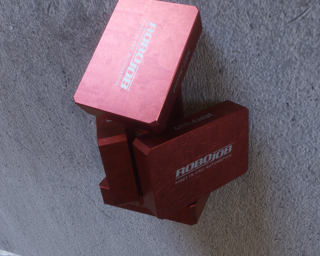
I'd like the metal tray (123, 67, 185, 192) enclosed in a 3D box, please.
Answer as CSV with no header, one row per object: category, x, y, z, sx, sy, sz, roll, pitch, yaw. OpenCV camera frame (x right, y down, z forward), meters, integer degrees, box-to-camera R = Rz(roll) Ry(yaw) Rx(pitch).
metal tray,-0.001,0.003,0.367,0.030,0.090,0.129,7,122,24

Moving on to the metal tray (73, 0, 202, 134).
metal tray,-0.020,-0.068,0.316,0.090,0.130,0.030,16,166,18

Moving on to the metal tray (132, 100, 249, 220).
metal tray,0.040,0.032,0.341,0.030,0.131,0.089,33,138,51

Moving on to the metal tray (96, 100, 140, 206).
metal tray,-0.055,0.021,0.386,0.030,0.130,0.089,-12,118,-7

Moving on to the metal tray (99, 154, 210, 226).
metal tray,-0.001,0.072,0.410,0.130,0.090,0.030,7,121,24
